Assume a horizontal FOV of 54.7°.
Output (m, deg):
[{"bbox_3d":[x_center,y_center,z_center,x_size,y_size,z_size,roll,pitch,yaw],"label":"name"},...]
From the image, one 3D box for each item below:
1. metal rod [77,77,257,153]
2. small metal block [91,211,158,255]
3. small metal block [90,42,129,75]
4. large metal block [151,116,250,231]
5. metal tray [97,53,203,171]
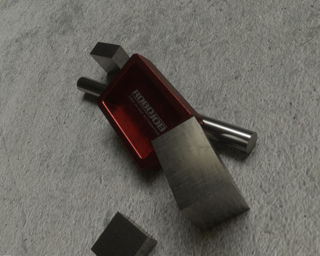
[{"bbox_3d":[-0.013,-0.028,0.426,0.300,0.025,0.025,21,73,35],"label":"metal rod"},{"bbox_3d":[-0.040,0.130,0.344,0.050,0.025,0.050,28,77,37],"label":"small metal block"},{"bbox_3d":[-0.074,-0.107,0.491,0.050,0.050,0.025,18,72,35],"label":"small metal block"},{"bbox_3d":[0.042,0.048,0.316,0.050,0.080,0.080,-31,52,8],"label":"large metal block"},{"bbox_3d":[-0.018,-0.022,0.393,0.090,0.030,0.130,-48,58,17],"label":"metal tray"}]
